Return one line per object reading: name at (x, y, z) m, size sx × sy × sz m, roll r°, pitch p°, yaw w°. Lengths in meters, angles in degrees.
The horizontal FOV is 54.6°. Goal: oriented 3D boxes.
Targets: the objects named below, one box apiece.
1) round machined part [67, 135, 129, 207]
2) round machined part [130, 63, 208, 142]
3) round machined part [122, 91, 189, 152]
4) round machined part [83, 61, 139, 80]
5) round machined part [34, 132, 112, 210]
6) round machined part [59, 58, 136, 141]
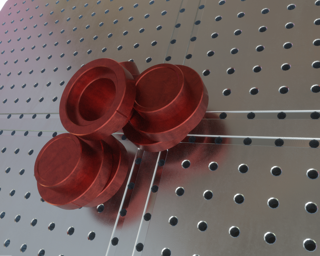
round machined part at (-0.093, 0.047, 0.392) m, size 0.098 × 0.042 × 0.098 m, roll -13°, pitch 56°, yaw 21°
round machined part at (0.003, -0.037, 0.364) m, size 0.098 × 0.042 × 0.098 m, roll -13°, pitch 55°, yaw 20°
round machined part at (-0.007, -0.023, 0.389) m, size 0.098 × 0.042 × 0.098 m, roll -13°, pitch 56°, yaw 21°
round machined part at (-0.072, -0.054, 0.445) m, size 0.098 × 0.098 × 0.042 m, roll -25°, pitch 88°, yaw 13°
round machined part at (-0.111, 0.045, 0.374) m, size 0.098 × 0.042 × 0.098 m, roll -13°, pitch 56°, yaw 21°
round machined part at (-0.069, -0.031, 0.371) m, size 0.098 × 0.042 × 0.098 m, roll -12°, pitch 64°, yaw 27°
